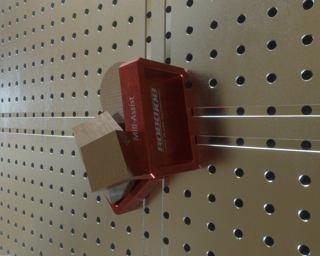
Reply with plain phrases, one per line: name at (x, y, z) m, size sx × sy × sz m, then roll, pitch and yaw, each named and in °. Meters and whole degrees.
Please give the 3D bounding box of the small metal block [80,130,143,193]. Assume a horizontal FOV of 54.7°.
small metal block at (-0.052, 0.035, 0.327) m, size 0.050 × 0.025 × 0.050 m, roll -25°, pitch 74°, yaw 25°

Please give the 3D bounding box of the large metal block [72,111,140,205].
large metal block at (-0.066, 0.039, 0.405) m, size 0.080 × 0.050 × 0.080 m, roll 47°, pitch 153°, yaw 29°

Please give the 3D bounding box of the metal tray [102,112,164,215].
metal tray at (-0.061, 0.047, 0.452) m, size 0.090 × 0.030 × 0.130 m, roll -50°, pitch 61°, yaw 28°

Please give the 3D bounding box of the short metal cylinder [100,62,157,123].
short metal cylinder at (-0.036, -0.046, 0.420) m, size 0.080 × 0.050 × 0.079 m, roll 0°, pitch 90°, yaw 39°

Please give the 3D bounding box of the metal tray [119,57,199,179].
metal tray at (0.001, -0.010, 0.364) m, size 0.030 × 0.091 × 0.129 m, roll -12°, pitch 83°, yaw 39°
